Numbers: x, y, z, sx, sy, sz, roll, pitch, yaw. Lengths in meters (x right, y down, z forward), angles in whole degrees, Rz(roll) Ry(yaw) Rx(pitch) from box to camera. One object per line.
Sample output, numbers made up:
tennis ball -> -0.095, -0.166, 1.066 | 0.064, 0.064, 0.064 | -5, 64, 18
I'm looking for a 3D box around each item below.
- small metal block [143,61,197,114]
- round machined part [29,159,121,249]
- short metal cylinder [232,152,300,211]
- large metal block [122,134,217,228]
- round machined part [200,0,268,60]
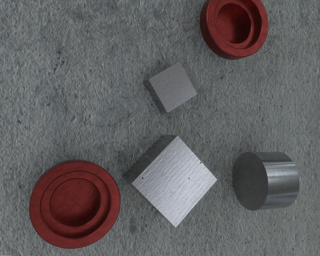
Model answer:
small metal block -> 0.013, -0.054, 0.415 | 0.050, 0.025, 0.050 | -33, 101, -17
round machined part -> -0.099, 0.086, 0.364 | 0.099, 0.042, 0.097 | 0, 90, -21
short metal cylinder -> 0.146, 0.073, 0.436 | 0.050, 0.080, 0.079 | 1, 90, -20
large metal block -> 0.012, 0.065, 0.401 | 0.080, 0.050, 0.080 | -46, 105, -15
round machined part -> 0.100, -0.145, 0.438 | 0.099, 0.042, 0.097 | 0, 90, -21
